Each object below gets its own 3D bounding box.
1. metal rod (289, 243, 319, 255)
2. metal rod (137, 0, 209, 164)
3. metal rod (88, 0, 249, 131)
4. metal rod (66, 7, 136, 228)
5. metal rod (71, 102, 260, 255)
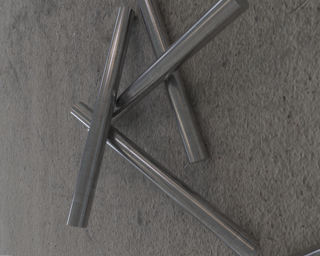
[{"bbox_3d":[0.071,0.189,0.346,0.299,0.025,0.025,-42,65,31],"label":"metal rod"},{"bbox_3d":[0.004,-0.100,0.401,0.025,0.025,0.299,-27,73,37],"label":"metal rod"},{"bbox_3d":[-0.015,-0.058,0.387,0.299,0.025,0.025,-35,69,44],"label":"metal rod"},{"bbox_3d":[-0.074,-0.024,0.410,0.025,0.025,0.299,-2,72,40],"label":"metal rod"},{"bbox_3d":[-0.012,0.051,0.391,0.300,0.025,0.025,36,112,26],"label":"metal rod"}]
